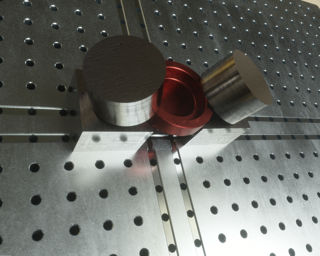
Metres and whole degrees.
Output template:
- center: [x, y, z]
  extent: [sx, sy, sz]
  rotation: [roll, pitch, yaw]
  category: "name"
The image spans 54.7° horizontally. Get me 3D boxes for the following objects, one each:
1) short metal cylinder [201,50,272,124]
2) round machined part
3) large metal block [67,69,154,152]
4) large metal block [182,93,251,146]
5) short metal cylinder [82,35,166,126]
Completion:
- center: [0.097, -0.052, 0.395]
  extent: [0.080, 0.050, 0.080]
  rotation: [31, 42, -33]
  category: "short metal cylinder"
- center: [0.014, -0.033, 0.387]
  extent: [0.099, 0.042, 0.098]
  rotation: [14, 56, -21]
  category: "round machined part"
- center: [-0.062, -0.019, 0.370]
  extent: [0.081, 0.050, 0.080]
  rotation: [1, 62, -28]
  category: "large metal block"
- center: [0.070, -0.023, 0.443]
  extent: [0.081, 0.050, 0.080]
  rotation: [-1, 62, -29]
  category: "large metal block"
- center: [-0.036, -0.048, 0.321]
  extent: [0.081, 0.050, 0.080]
  rotation: [2, 65, -4]
  category: "short metal cylinder"
